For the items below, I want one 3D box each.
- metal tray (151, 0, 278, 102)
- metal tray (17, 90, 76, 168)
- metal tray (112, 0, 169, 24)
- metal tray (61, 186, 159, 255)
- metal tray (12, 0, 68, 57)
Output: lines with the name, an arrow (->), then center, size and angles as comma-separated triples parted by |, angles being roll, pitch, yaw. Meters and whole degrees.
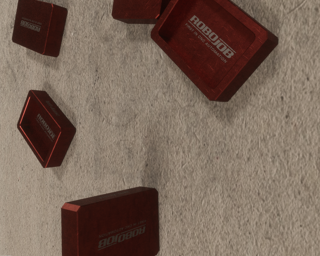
metal tray -> 0.055, -0.104, 0.354 | 0.130, 0.030, 0.090 | 52, 120, 27
metal tray -> -0.214, 0.000, 0.574 | 0.130, 0.030, 0.089 | 44, 116, 31
metal tray -> -0.015, -0.208, 0.412 | 0.090, 0.030, 0.129 | 16, 100, 38
metal tray -> -0.055, 0.127, 0.380 | 0.030, 0.131, 0.089 | -2, 89, 40
metal tray -> -0.232, -0.194, 0.590 | 0.130, 0.030, 0.089 | 26, 106, 36
